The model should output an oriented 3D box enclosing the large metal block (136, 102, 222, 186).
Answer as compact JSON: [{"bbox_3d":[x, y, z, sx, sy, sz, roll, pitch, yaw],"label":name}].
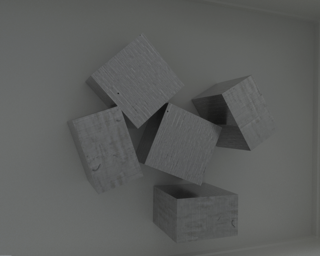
[{"bbox_3d":[0.022,0.021,0.405,0.080,0.050,0.080,24,82,-19],"label":"large metal block"}]

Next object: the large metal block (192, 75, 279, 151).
[{"bbox_3d":[0.099,-0.019,0.417,0.050,0.080,0.080,-33,101,-17],"label":"large metal block"}]

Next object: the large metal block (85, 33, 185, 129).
[{"bbox_3d":[-0.032,-0.055,0.384,0.080,0.050,0.080,-44,104,-15],"label":"large metal block"}]

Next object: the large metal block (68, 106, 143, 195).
[{"bbox_3d":[-0.066,0.022,0.356,0.050,0.080,0.080,-20,97,-19],"label":"large metal block"}]

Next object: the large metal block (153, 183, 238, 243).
[{"bbox_3d":[0.043,0.104,0.398,0.081,0.080,0.050,1,90,-20],"label":"large metal block"}]
